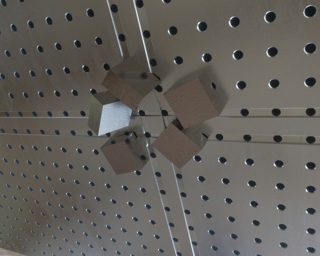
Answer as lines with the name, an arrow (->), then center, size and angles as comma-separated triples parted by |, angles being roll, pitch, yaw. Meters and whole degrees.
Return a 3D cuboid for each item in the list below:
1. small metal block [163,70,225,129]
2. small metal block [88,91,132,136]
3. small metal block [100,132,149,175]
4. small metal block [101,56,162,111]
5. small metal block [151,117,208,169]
small metal block -> 0.041, -0.033, 0.369 | 0.050, 0.025, 0.050 | -23, 107, 36
small metal block -> -0.065, -0.022, 0.410 | 0.025, 0.050, 0.050 | 42, 133, 29
small metal block -> -0.053, 0.039, 0.461 | 0.050, 0.025, 0.050 | -17, 110, 34
small metal block -> -0.034, -0.055, 0.377 | 0.050, 0.050, 0.025 | 40, 129, 0
small metal block -> 0.025, 0.019, 0.408 | 0.050, 0.025, 0.050 | 41, 129, -1
